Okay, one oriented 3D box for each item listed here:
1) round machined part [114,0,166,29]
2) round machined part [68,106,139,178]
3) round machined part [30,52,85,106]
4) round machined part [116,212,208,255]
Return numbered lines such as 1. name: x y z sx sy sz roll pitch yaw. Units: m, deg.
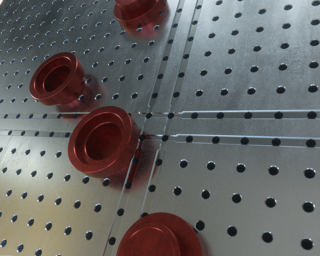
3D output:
1. round machined part: -0.042 -0.231 0.559 0.098 0.042 0.098 -13 56 20
2. round machined part: -0.071 0.022 0.420 0.098 0.042 0.098 -13 56 20
3. round machined part: -0.170 -0.079 0.533 0.098 0.042 0.098 -13 56 20
4. round machined part: -0.004 0.135 0.316 0.098 0.042 0.098 -13 56 20
